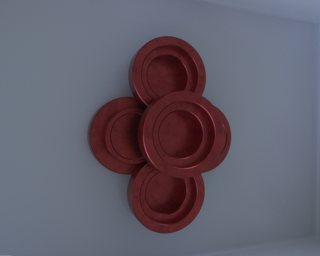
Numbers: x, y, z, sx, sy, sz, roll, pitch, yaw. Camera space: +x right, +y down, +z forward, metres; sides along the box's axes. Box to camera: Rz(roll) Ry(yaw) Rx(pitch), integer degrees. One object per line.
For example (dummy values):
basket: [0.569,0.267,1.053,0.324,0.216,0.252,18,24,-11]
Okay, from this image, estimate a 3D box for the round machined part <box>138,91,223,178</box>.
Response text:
round machined part: [0.021,0.007,0.363,0.099,0.042,0.097,0,90,-21]

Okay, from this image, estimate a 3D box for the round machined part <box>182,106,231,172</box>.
round machined part: [0.056,0.013,0.421,0.099,0.042,0.097,0,90,-21]

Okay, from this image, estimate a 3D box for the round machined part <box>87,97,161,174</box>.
round machined part: [-0.038,0.010,0.386,0.099,0.042,0.097,0,90,-21]

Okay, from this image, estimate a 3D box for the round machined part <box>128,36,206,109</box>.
round machined part: [0.006,-0.065,0.402,0.099,0.042,0.097,0,90,-21]

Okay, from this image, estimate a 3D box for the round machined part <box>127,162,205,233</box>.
round machined part: [0.005,0.082,0.402,0.099,0.042,0.097,0,90,-21]
